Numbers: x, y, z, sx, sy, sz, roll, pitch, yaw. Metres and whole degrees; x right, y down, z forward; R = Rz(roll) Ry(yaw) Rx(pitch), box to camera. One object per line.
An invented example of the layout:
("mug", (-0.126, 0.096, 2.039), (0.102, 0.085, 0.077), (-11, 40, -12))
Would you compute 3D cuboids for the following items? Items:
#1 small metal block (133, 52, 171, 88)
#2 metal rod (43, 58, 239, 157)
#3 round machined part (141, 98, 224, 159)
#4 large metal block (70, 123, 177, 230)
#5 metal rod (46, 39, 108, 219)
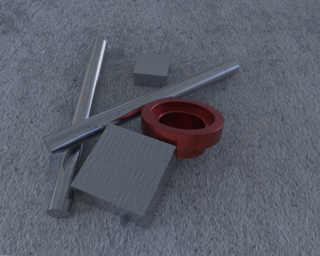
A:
("small metal block", (-0.011, -0.089, 0.478), (0.050, 0.025, 0.050), (7, 50, 5))
("metal rod", (-0.005, -0.038, 0.416), (0.302, 0.025, 0.025), (-26, 55, -28))
("round machined part", (0.026, 0.002, 0.377), (0.099, 0.042, 0.098), (4, 28, -2))
("large metal block", (-0.035, 0.051, 0.336), (0.080, 0.050, 0.080), (19, 61, 14))
("metal rod", (-0.103, -0.024, 0.422), (0.025, 0.025, 0.300), (1, 50, 0))
